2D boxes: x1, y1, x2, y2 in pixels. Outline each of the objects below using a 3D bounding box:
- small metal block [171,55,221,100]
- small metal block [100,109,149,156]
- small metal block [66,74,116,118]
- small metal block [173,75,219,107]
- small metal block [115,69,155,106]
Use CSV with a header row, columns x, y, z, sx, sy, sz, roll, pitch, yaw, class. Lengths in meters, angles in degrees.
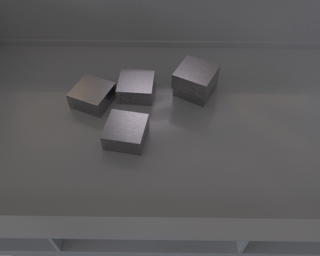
x,y,z,sx,sy,sz,roll,pitch,yaw,class
0.050,-0.072,0.433,0.050,0.025,0.050,22,53,17,small metal block
-0.044,0.005,0.400,0.050,0.025,0.050,8,50,7,small metal block
-0.096,-0.047,0.444,0.050,0.025,0.050,19,52,15,small metal block
0.053,-0.064,0.459,0.050,0.025,0.050,23,54,18,small metal block
-0.035,-0.060,0.455,0.050,0.025,0.050,4,50,3,small metal block
